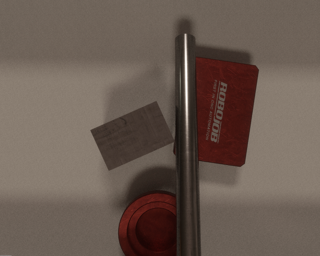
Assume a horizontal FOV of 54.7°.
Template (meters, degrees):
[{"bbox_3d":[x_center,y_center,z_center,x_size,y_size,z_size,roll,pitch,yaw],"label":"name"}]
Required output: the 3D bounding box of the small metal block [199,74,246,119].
[{"bbox_3d":[0.081,-0.042,0.412,0.050,0.025,0.050,13,90,-1],"label":"small metal block"}]

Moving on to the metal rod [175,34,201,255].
[{"bbox_3d":[0.030,0.035,0.337,0.025,0.025,0.299,1,73,-1],"label":"metal rod"}]

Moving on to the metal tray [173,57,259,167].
[{"bbox_3d":[0.071,-0.021,0.403,0.091,0.030,0.129,9,90,0],"label":"metal tray"}]

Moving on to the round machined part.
[{"bbox_3d":[-0.002,0.130,0.402,0.099,0.042,0.097,0,88,-1],"label":"round machined part"}]

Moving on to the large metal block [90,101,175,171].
[{"bbox_3d":[-0.031,0.009,0.384,0.080,0.080,0.050,-24,90,0],"label":"large metal block"}]
